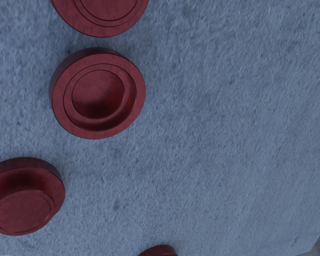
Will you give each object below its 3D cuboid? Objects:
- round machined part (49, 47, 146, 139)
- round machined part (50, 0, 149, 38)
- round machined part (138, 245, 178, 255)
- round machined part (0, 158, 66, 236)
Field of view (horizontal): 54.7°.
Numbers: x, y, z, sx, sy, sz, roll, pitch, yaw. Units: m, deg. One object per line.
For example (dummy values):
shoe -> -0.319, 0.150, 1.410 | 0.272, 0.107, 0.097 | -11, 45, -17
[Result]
round machined part -> -0.069, -0.040, 0.335 | 0.099, 0.042, 0.097 | -14, 125, -21
round machined part -> -0.053, -0.132, 0.286 | 0.099, 0.042, 0.097 | -14, 125, -21
round machined part -> -0.006, 0.262, 0.557 | 0.099, 0.042, 0.097 | -14, 125, -21
round machined part -> -0.161, 0.086, 0.362 | 0.099, 0.042, 0.097 | -14, 125, -21
